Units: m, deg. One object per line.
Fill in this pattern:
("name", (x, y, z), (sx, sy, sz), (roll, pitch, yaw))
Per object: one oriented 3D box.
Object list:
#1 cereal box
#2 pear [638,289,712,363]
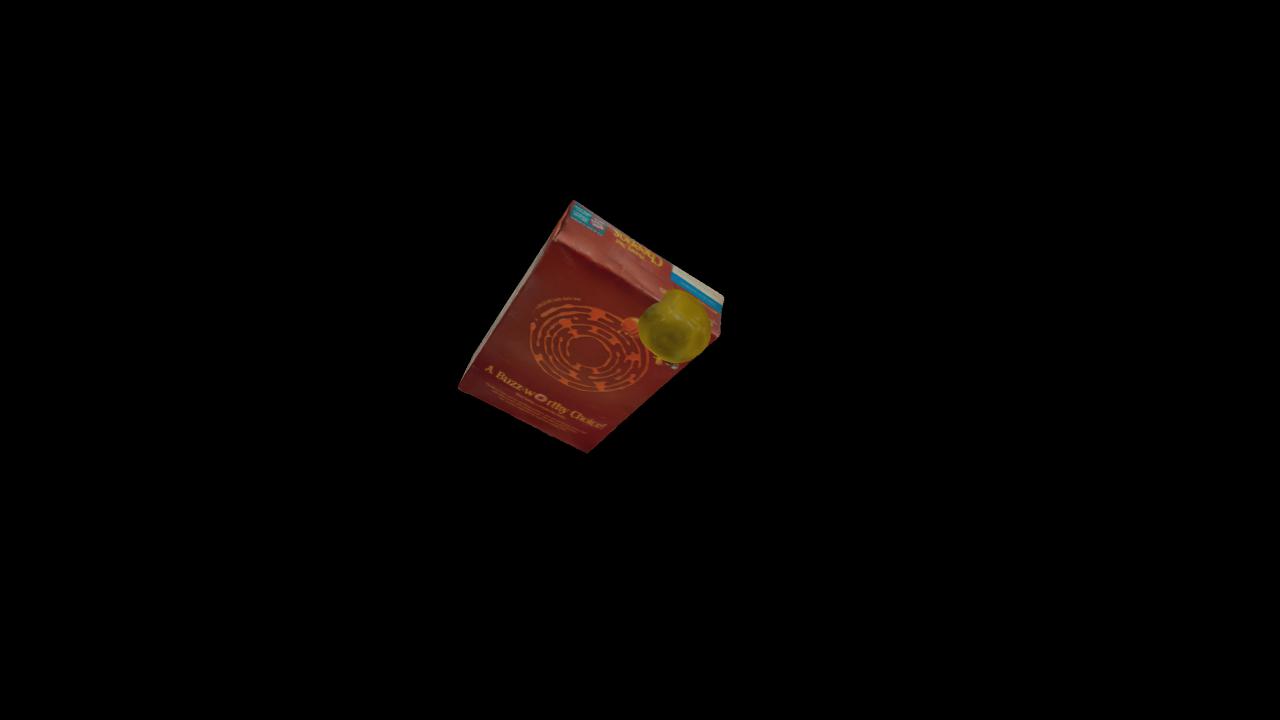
("cereal box", (-0.069, -0.019, 0.741), (0.203, 0.081, 0.306), (29, -46, -16))
("pear", (0.040, -0.047, 0.672), (0.080, 0.080, 0.111), (0, 28, 7))
